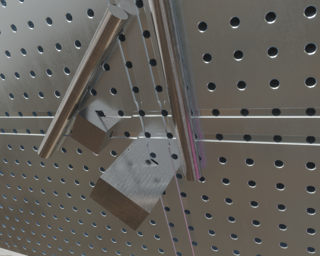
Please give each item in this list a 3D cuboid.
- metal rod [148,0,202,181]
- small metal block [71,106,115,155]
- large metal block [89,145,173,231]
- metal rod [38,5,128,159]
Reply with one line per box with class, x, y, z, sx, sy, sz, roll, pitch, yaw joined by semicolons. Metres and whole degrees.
metal rod;0.016;-0.065;0.361;0.025;0.025;0.298;1;119;27
small metal block;-0.102;0.004;0.465;0.050;0.025;0.050;33;129;6
large metal block;-0.040;0.084;0.447;0.080;0.080;0.050;35;129;4
metal rod;-0.124;-0.045;0.446;0.025;0.025;0.298;41;129;0
